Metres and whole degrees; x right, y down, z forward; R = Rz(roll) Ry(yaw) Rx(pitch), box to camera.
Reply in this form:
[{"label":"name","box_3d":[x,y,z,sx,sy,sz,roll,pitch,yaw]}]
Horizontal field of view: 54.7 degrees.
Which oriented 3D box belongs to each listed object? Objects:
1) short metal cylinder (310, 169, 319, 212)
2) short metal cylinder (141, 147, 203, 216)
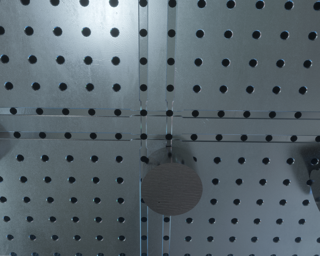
[{"label":"short metal cylinder","box_3d":[0.247,0.090,0.419,0.050,0.080,0.080,-14,110,5]},{"label":"short metal cylinder","box_3d":[0.015,0.072,0.427,0.081,0.050,0.079,0,110,0]}]
